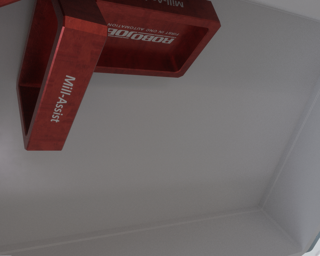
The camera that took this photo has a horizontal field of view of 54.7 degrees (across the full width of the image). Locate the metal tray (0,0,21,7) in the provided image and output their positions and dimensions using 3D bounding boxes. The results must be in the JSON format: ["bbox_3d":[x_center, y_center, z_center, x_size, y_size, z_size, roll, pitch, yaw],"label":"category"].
[{"bbox_3d":[-0.131,-0.096,0.203,0.090,0.130,0.030,-23,124,-7],"label":"metal tray"}]

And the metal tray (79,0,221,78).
[{"bbox_3d":[-0.017,-0.092,0.310,0.131,0.030,0.090,-1,152,-28],"label":"metal tray"}]

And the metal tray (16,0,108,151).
[{"bbox_3d":[-0.090,-0.054,0.259,0.030,0.090,0.129,3,135,-35],"label":"metal tray"}]

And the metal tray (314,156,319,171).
[{"bbox_3d":[0.395,0.078,0.671,0.090,0.030,0.130,-47,129,4],"label":"metal tray"}]
